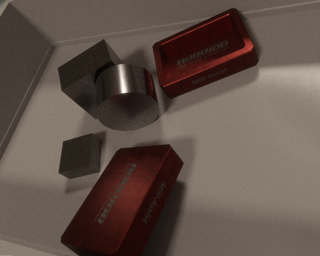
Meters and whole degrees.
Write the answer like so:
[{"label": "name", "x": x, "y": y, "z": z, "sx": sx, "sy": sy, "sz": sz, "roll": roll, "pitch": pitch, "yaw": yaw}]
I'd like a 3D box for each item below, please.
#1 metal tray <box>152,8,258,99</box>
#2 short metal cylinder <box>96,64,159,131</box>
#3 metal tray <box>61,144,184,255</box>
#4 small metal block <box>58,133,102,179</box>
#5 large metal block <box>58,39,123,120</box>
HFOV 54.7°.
[{"label": "metal tray", "x": 0.059, "y": -0.105, "z": 0.434, "sx": 0.130, "sy": 0.030, "sz": 0.090, "roll": -20, "pitch": 54, "yaw": 15}, {"label": "short metal cylinder", "x": -0.045, "y": -0.039, "z": 0.416, "sx": 0.080, "sy": 0.080, "sz": 0.050, "roll": -22, "pitch": 54, "yaw": 15}, {"label": "metal tray", "x": -0.039, "y": 0.078, "z": 0.338, "sx": 0.090, "sy": 0.030, "sz": 0.130, "roll": -8, "pitch": 41, "yaw": 41}, {"label": "small metal block", "x": -0.112, "y": 0.040, "z": 0.438, "sx": 0.050, "sy": 0.025, "sz": 0.050, "roll": -15, "pitch": 56, "yaw": 19}, {"label": "large metal block", "x": -0.089, "y": -0.069, "z": 0.458, "sx": 0.080, "sy": 0.080, "sz": 0.050, "roll": -29, "pitch": 52, "yaw": 9}]
